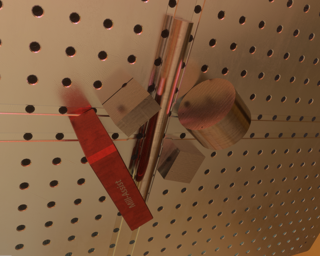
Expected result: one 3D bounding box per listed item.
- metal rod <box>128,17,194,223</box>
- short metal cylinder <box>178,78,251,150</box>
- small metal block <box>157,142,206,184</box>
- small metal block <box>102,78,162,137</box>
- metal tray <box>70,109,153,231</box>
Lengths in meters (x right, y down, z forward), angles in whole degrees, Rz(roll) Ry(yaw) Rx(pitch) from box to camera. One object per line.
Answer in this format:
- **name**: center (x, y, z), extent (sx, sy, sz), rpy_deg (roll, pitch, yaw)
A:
- **metal rod**: center (-0.008, 0.008, 0.413), extent (0.025, 0.025, 0.298), rpy_deg (0, 119, -29)
- **short metal cylinder**: center (0.071, -0.018, 0.405), extent (0.080, 0.080, 0.050), rpy_deg (-44, 130, 2)
- **small metal block**: center (0.032, 0.053, 0.464), extent (0.050, 0.025, 0.050), rpy_deg (16, 110, -35)
- **small metal block**: center (-0.034, -0.025, 0.361), extent (0.050, 0.050, 0.025), rpy_deg (-41, 130, 0)
- **metal tray**: center (-0.057, 0.051, 0.370), extent (0.030, 0.090, 0.129), rpy_deg (-29, 129, -10)
